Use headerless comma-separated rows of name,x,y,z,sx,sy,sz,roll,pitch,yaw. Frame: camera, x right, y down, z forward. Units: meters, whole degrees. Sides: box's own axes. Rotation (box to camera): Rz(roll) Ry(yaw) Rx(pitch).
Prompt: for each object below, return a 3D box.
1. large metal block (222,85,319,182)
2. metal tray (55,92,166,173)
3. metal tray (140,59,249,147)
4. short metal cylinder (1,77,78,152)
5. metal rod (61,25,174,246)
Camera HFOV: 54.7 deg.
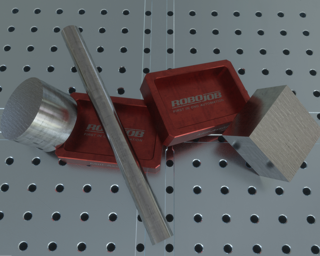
large metal block,0.138,0.006,0.378,0.080,0.050,0.080,45,74,-18
metal tray,-0.060,0.006,0.406,0.131,0.030,0.090,6,70,2
metal tray,0.050,-0.036,0.402,0.131,0.030,0.090,-14,70,-23
short metal cylinder,-0.149,-0.016,0.384,0.080,0.050,0.080,-16,61,31
metal rod,-0.060,-0.006,0.381,0.025,0.025,0.299,-24,72,-8
